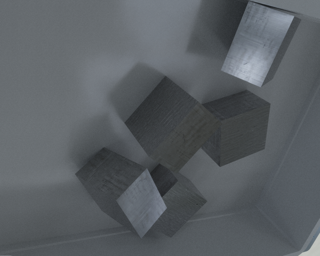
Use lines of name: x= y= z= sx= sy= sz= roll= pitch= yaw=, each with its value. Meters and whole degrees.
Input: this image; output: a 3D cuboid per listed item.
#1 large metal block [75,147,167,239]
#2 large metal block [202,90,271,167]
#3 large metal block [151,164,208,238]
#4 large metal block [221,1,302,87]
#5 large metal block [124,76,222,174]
large metal block: x=-0.048 y=0.080 z=0.389 sx=0.050 sy=0.080 sz=0.080 roll=-45 pitch=134 yaw=-27
large metal block: x=0.108 y=-0.001 z=0.454 sx=0.081 sy=0.050 sz=0.079 roll=-19 pitch=126 yaw=-18
large metal block: x=0.010 y=0.108 z=0.467 sx=0.080 sy=0.050 sz=0.080 roll=-46 pitch=130 yaw=4
large metal block: x=0.124 y=-0.101 z=0.374 sx=0.080 sy=0.050 sz=0.079 roll=-28 pitch=142 yaw=-58
large metal block: x=0.013 y=-0.006 z=0.378 sx=0.080 sy=0.080 sz=0.050 roll=-49 pitch=129 yaw=6
